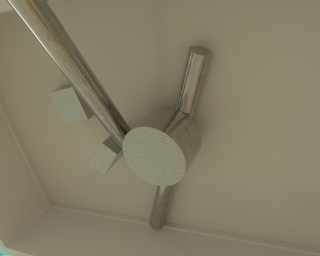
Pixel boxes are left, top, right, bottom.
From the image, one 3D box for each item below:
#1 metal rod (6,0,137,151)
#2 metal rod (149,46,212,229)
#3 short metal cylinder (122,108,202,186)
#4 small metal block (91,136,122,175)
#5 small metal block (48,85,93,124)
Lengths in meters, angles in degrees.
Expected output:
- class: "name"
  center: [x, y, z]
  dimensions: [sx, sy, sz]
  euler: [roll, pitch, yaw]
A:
- class: "metal rod"
  center: [-0.064, -0.023, 0.344]
  dimensions: [0.025, 0.025, 0.299]
  euler: [5, 147, 25]
- class: "metal rod"
  center: [0.019, 0.036, 0.419]
  dimensions: [0.025, 0.025, 0.298]
  euler: [22, 127, 14]
- class: "short metal cylinder"
  center: [0.003, 0.022, 0.370]
  dimensions: [0.080, 0.050, 0.079]
  euler: [14, 124, 22]
- class: "small metal block"
  center: [-0.068, 0.032, 0.446]
  dimensions: [0.025, 0.050, 0.050]
  euler: [37, 129, 3]
- class: "small metal block"
  center: [-0.126, -0.037, 0.450]
  dimensions: [0.050, 0.025, 0.050]
  euler: [-8, 115, 31]
